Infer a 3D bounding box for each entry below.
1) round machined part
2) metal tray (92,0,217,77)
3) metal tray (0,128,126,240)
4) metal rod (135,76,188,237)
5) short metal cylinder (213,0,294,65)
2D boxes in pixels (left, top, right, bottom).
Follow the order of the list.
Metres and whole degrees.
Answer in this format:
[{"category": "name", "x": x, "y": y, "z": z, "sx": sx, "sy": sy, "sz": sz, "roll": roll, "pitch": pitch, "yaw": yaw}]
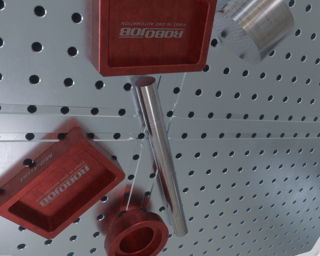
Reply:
[{"category": "round machined part", "x": -0.039, "y": 0.167, "z": 0.483, "sx": 0.099, "sy": 0.042, "sz": 0.097, "roll": -14, "pitch": 124, "yaw": -21}, {"category": "metal tray", "x": -0.006, "y": -0.106, "z": 0.338, "sx": 0.131, "sy": 0.030, "sz": 0.089, "roll": -8, "pitch": 122, "yaw": -25}, {"category": "metal tray", "x": -0.120, "y": 0.072, "z": 0.386, "sx": 0.130, "sy": 0.030, "sz": 0.090, "roll": -40, "pitch": 130, "yaw": -1}, {"category": "metal rod", "x": 0.009, "y": 0.062, "z": 0.455, "sx": 0.025, "sy": 0.025, "sz": 0.298, "roll": -24, "pitch": 127, "yaw": -14}, {"category": "short metal cylinder", "x": 0.105, "y": -0.120, "z": 0.359, "sx": 0.050, "sy": 0.080, "sz": 0.080, "roll": -43, "pitch": 130, "yaw": 2}]
